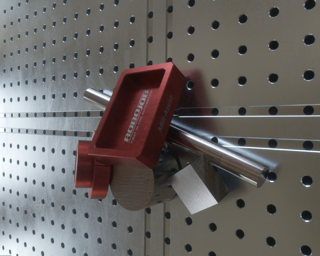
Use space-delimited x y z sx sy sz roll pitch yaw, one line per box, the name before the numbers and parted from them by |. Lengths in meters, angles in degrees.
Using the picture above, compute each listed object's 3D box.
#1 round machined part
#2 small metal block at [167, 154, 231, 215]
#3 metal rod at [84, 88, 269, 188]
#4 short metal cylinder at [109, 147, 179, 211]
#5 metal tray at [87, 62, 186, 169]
round machined part | -0.099 0.052 0.444 0.098 0.042 0.097 -175 89 -73
small metal block | 0.043 0.065 0.354 0.050 0.025 0.050 55 140 7
metal rod | -0.003 -0.001 0.407 0.300 0.025 0.025 25 106 37
short metal cylinder | -0.021 0.063 0.406 0.080 0.050 0.079 0 90 40
metal tray | -0.028 -0.017 0.386 0.090 0.030 0.130 0 61 39
